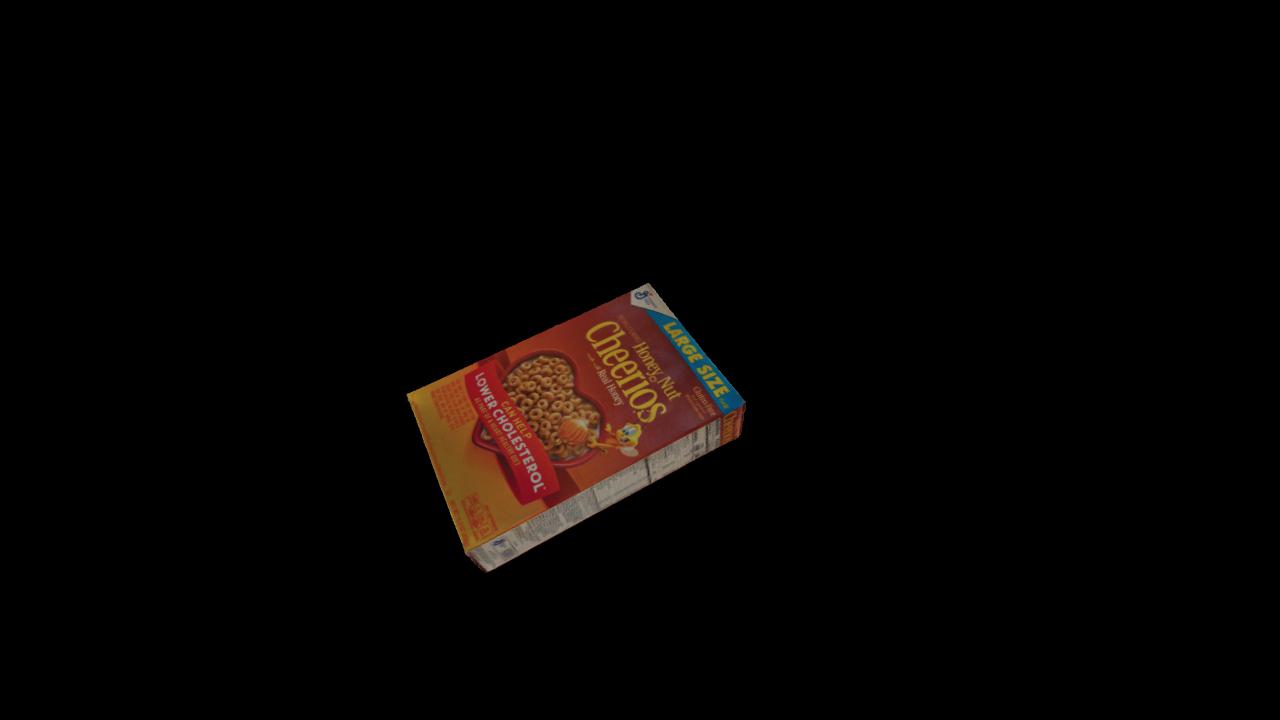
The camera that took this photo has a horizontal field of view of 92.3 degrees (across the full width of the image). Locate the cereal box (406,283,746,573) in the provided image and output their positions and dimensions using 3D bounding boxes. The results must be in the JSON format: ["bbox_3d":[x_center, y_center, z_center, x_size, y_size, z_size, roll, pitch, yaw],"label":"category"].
[{"bbox_3d":[-0.069,0.057,0.661,0.306,0.203,0.081,-26,-35,-12],"label":"cereal box"}]
